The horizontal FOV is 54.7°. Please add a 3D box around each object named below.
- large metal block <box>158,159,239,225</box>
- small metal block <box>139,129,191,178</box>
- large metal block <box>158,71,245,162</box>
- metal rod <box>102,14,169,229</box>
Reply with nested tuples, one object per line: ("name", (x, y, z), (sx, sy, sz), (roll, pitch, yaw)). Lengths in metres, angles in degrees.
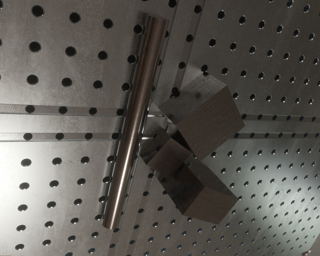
("large metal block", (0.056, 0.092, 0.465), (0.080, 0.080, 0.050), (26, 104, -38))
("small metal block", (0.009, 0.037, 0.441), (0.050, 0.025, 0.050), (-49, 129, 6))
("large metal block", (0.058, -0.015, 0.419), (0.080, 0.050, 0.080), (-38, 130, -3))
("metal rod", (-0.038, 0.010, 0.398), (0.025, 0.025, 0.298), (1, 118, -29))
